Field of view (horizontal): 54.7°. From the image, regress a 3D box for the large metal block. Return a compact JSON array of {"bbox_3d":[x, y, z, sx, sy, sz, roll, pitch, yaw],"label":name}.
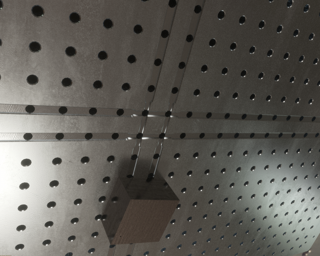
[{"bbox_3d":[-0.030,0.121,0.455,0.081,0.050,0.079,10,113,-33],"label":"large metal block"}]
